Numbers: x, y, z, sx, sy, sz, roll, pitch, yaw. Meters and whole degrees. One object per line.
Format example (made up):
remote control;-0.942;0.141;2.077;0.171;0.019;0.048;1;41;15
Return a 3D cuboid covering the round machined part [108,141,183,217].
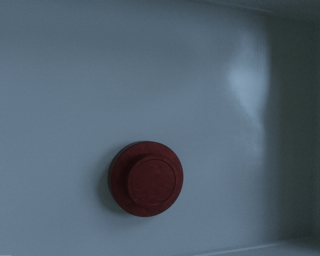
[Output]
round machined part;-0.014;0.066;0.397;0.099;0.042;0.097;0;90;-21
